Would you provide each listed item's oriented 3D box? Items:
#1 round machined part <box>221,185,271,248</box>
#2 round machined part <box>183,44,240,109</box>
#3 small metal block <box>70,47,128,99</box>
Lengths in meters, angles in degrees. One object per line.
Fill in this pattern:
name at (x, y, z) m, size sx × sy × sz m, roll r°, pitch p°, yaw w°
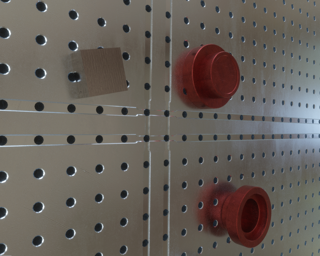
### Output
round machined part at (0.140, 0.144, 0.516) m, size 0.099 × 0.042 × 0.097 m, roll 0°, pitch 90°, yaw -40°
round machined part at (0.084, -0.078, 0.468) m, size 0.099 × 0.042 × 0.097 m, roll 0°, pitch 90°, yaw -40°
small metal block at (-0.068, -0.063, 0.352) m, size 0.050 × 0.025 × 0.050 m, roll -16°, pitch 101°, yaw -39°
